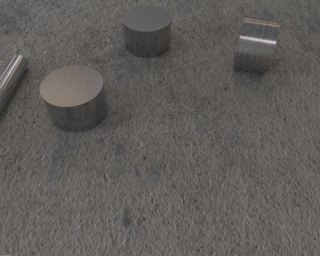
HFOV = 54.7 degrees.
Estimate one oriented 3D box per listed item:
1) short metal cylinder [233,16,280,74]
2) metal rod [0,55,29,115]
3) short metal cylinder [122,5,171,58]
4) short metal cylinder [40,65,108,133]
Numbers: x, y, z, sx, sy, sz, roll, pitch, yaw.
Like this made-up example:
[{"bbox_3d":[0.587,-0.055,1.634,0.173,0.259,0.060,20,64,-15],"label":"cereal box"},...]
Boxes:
[{"bbox_3d":[0.146,-0.127,0.476,0.050,0.080,0.080,13,51,10],"label":"short metal cylinder"},{"bbox_3d":[-0.233,0.009,0.393,0.025,0.025,0.300,4,50,3],"label":"metal rod"},{"bbox_3d":[-0.022,-0.164,0.525,0.081,0.050,0.080,0,50,0],"label":"short metal cylinder"},{"bbox_3d":[-0.114,-0.040,0.420,0.081,0.050,0.080,0,50,0],"label":"short metal cylinder"}]
